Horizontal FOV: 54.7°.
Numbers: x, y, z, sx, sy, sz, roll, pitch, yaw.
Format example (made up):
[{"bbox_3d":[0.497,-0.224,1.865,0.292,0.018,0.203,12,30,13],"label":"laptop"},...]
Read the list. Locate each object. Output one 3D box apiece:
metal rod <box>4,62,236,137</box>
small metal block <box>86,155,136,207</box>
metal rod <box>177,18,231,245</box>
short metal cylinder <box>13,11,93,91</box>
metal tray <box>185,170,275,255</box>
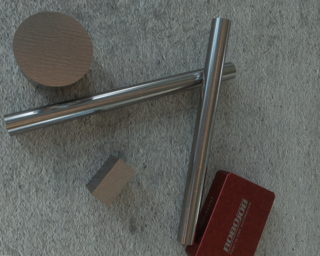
[{"bbox_3d":[-0.034,-0.043,0.397,0.302,0.025,0.025,-16,96,-20],"label":"metal rod"},{"bbox_3d":[-0.061,0.062,0.374,0.025,0.050,0.050,42,77,-16],"label":"small metal block"},{"bbox_3d":[0.058,0.008,0.413,0.025,0.025,0.298,7,94,-20],"label":"metal rod"},{"bbox_3d":[-0.120,-0.084,0.351,0.081,0.050,0.079,0,90,-21],"label":"short metal cylinder"},{"bbox_3d":[0.103,0.137,0.446,0.090,0.030,0.130,26,81,-19],"label":"metal tray"}]
